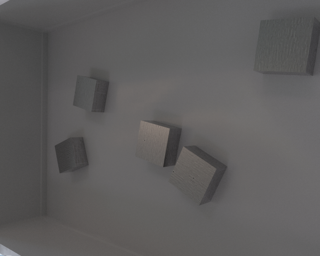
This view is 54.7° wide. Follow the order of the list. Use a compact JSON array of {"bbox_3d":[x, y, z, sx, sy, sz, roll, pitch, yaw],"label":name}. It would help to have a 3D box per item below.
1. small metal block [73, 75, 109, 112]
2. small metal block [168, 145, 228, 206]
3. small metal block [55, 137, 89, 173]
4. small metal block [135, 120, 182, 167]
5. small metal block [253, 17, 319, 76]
[{"bbox_3d":[-0.112,-0.055,0.499,0.050,0.025,0.050,19,102,38],"label":"small metal block"},{"bbox_3d":[0.044,0.055,0.370,0.050,0.025,0.050,34,111,35],"label":"small metal block"},{"bbox_3d":[-0.153,0.047,0.533,0.050,0.025,0.050,-23,75,37],"label":"small metal block"},{"bbox_3d":[-0.003,0.019,0.409,0.050,0.025,0.050,16,100,39],"label":"small metal block"},{"bbox_3d":[0.124,-0.079,0.304,0.050,0.025,0.050,11,97,39],"label":"small metal block"}]
